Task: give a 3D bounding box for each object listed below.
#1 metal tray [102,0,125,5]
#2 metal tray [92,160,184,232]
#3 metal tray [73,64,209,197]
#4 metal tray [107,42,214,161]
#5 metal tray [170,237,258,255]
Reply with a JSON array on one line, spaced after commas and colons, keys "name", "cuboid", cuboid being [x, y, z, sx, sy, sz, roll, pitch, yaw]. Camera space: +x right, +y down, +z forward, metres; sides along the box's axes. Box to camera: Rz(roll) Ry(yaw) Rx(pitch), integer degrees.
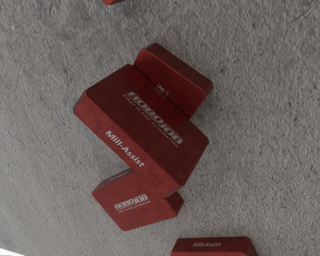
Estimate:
[{"name": "metal tray", "cuboid": [-0.060, -0.204, 0.308, 0.090, 0.030, 0.130, -32, 101, 38]}, {"name": "metal tray", "cuboid": [-0.038, 0.111, 0.492, 0.130, 0.030, 0.090, -29, 103, 37]}, {"name": "metal tray", "cuboid": [-0.015, -0.002, 0.331, 0.130, 0.090, 0.030, 44, 129, -3]}, {"name": "metal tray", "cuboid": [-0.006, -0.028, 0.389, 0.090, 0.030, 0.129, 36, 129, 4]}, {"name": "metal tray", "cuboid": [0.092, 0.217, 0.489, 0.130, 0.030, 0.090, -16, 110, 34]}]
